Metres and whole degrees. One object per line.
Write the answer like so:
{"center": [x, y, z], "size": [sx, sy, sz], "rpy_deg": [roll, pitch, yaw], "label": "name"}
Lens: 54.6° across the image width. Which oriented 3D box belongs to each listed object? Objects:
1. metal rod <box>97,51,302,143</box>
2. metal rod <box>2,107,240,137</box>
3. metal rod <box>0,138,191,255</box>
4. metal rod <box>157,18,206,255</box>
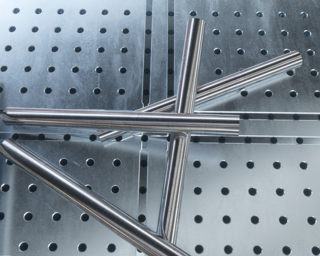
{"center": [0.059, -0.046, 0.428], "size": [0.302, 0.025, 0.025], "rpy_deg": [-21, 72, -8], "label": "metal rod"}
{"center": [-0.057, -0.009, 0.383], "size": [0.301, 0.025, 0.025], "rpy_deg": [3, 70, 13], "label": "metal rod"}
{"center": [-0.072, 0.093, 0.360], "size": [0.300, 0.025, 0.025], "rpy_deg": [28, 72, 16], "label": "metal rod"}
{"center": [0.027, 0.002, 0.390], "size": [0.025, 0.025, 0.299], "rpy_deg": [8, 78, 3], "label": "metal rod"}
